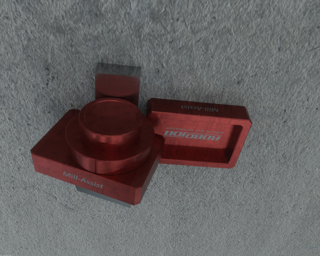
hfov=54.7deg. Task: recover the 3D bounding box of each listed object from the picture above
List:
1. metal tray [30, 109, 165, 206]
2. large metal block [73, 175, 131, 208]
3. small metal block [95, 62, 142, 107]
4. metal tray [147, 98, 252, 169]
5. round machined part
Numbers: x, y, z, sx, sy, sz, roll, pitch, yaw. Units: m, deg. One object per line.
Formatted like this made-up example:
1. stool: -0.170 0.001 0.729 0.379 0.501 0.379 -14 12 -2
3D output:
1. metal tray: -0.069 0.029 0.368 0.131 0.090 0.030 17 131 9
2. large metal block: -0.070 0.057 0.415 0.080 0.050 0.080 16 144 9
3. small metal block: -0.050 -0.048 0.368 0.050 0.025 0.050 5 130 -5
4. metal tray: 0.045 0.010 0.414 0.131 0.030 0.089 5 130 -5
5. round machined part: -0.055 0.002 0.347 0.099 0.098 0.042 5 130 -5
